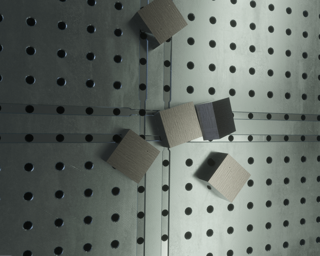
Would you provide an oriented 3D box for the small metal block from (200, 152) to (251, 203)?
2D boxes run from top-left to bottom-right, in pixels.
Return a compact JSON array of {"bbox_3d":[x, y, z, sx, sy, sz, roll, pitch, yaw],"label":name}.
[{"bbox_3d":[0.095,0.071,0.449,0.050,0.025,0.050,42,76,-16],"label":"small metal block"}]

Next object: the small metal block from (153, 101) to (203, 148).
[{"bbox_3d":[0.025,-0.005,0.423,0.050,0.025,0.050,-19,97,-19],"label":"small metal block"}]

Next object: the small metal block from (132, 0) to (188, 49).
[{"bbox_3d":[0.000,-0.143,0.413,0.050,0.025,0.050,-40,103,-16],"label":"small metal block"}]

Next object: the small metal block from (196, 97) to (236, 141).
[{"bbox_3d":[0.079,-0.013,0.432,0.050,0.025,0.050,-18,98,-50],"label":"small metal block"}]

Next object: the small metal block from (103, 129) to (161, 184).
[{"bbox_3d":[-0.037,0.036,0.400,0.050,0.025,0.050,38,78,-16],"label":"small metal block"}]
